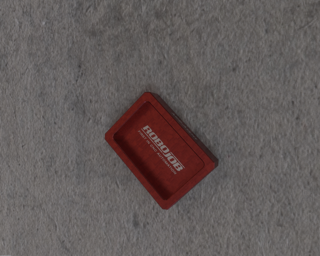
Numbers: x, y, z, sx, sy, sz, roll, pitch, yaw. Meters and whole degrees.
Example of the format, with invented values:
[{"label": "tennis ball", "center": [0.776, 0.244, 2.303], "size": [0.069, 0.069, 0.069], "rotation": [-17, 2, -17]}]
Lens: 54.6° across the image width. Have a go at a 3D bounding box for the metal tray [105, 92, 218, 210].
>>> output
[{"label": "metal tray", "center": [0.000, 0.028, 0.406], "size": [0.090, 0.030, 0.130], "rotation": [-45, 76, 14]}]
